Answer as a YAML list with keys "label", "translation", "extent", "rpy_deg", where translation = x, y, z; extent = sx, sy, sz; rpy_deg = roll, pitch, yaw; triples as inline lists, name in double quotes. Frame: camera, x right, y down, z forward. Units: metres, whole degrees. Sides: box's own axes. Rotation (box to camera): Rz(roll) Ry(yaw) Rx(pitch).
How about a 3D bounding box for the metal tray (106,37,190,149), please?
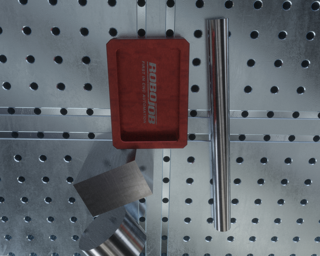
- label: "metal tray"
  translation: [-0.013, -0.040, 0.369]
  extent: [0.091, 0.030, 0.129]
  rpy_deg: [-1, 110, -1]

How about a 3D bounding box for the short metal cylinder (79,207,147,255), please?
- label: "short metal cylinder"
  translation: [-0.067, 0.158, 0.441]
  extent: [0.080, 0.080, 0.050]
  rpy_deg: [-32, 107, 11]

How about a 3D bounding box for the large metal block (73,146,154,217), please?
- label: "large metal block"
  translation: [-0.056, 0.059, 0.405]
  extent: [0.080, 0.080, 0.050]
  rpy_deg: [-22, 109, 7]

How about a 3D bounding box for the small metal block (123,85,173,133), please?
- label: "small metal block"
  translation: [-0.018, -0.026, 0.403]
  extent: [0.050, 0.025, 0.050]
  rpy_deg: [40, 105, -14]

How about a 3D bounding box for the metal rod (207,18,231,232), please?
- label: "metal rod"
  translation: [0.082, 0.010, 0.418]
  extent: [0.025, 0.025, 0.298]
  rpy_deg: [-5, 110, 1]
